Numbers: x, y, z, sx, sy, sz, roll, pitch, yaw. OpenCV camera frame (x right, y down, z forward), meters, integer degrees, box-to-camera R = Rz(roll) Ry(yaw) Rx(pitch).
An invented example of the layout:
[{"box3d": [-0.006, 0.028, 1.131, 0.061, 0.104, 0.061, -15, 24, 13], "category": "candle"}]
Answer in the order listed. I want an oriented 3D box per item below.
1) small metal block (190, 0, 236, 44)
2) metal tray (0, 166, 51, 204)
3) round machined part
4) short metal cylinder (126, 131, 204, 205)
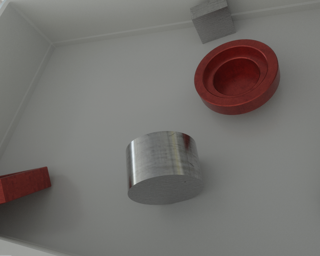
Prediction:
[{"box3d": [0.076, -0.154, 0.443, 0.050, 0.050, 0.025, -15, 56, 19], "category": "small metal block"}, {"box3d": [-0.232, 0.085, 0.429, 0.130, 0.090, 0.030, -13, 89, 21], "category": "metal tray"}, {"box3d": [0.095, -0.057, 0.379, 0.098, 0.042, 0.098, -13, 56, 20], "category": "round machined part"}, {"box3d": [0.004, 0.046, 0.339, 0.080, 0.080, 0.050, -19, 55, 17], "category": "short metal cylinder"}]
